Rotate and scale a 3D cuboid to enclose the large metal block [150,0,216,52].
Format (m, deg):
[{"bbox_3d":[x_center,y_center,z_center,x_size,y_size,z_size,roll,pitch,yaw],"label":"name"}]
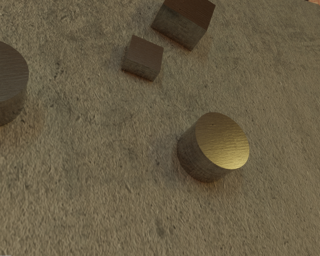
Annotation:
[{"bbox_3d":[0.040,-0.191,0.526,0.080,0.050,0.080,28,52,-10],"label":"large metal block"}]

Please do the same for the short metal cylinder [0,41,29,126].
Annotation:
[{"bbox_3d":[-0.181,-0.046,0.319,0.081,0.050,0.080,14,56,-21],"label":"short metal cylinder"}]

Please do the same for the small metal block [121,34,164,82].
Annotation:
[{"bbox_3d":[-0.025,-0.102,0.452,0.050,0.025,0.050,19,54,-17],"label":"small metal block"}]

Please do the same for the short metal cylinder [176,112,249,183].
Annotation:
[{"bbox_3d":[0.069,0.026,0.409,0.081,0.050,0.080,14,56,-21],"label":"short metal cylinder"}]
